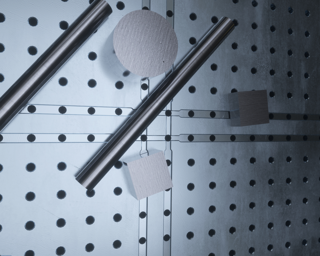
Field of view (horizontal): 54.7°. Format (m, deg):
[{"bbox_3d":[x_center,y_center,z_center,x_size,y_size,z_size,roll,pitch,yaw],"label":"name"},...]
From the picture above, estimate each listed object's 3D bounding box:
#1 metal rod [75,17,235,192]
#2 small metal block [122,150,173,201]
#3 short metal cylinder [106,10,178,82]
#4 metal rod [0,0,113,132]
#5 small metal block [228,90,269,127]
[{"bbox_3d":[0.002,-0.041,0.413,0.025,0.025,0.300,45,76,-15],"label":"metal rod"},{"bbox_3d":[-0.016,0.060,0.407,0.050,0.025,0.050,-18,96,-19],"label":"small metal block"},{"bbox_3d":[-0.024,-0.100,0.390,0.081,0.050,0.079,0,90,-20],"label":"short metal cylinder"},{"bbox_3d":[-0.160,-0.038,0.353,0.025,0.025,0.300,42,77,-15],"label":"metal rod"},{"bbox_3d":[0.132,-0.029,0.461,0.050,0.025,0.050,-6,92,-20],"label":"small metal block"}]
